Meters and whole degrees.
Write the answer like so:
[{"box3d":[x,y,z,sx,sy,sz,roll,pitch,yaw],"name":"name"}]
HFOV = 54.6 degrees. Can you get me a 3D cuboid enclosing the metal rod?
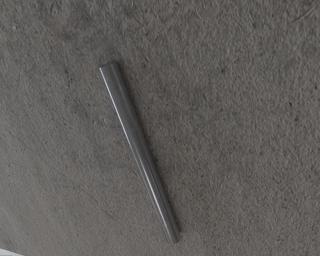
[{"box3d":[-0.022,0.050,0.449,0.025,0.025,0.299,-5,116,30],"name":"metal rod"}]
